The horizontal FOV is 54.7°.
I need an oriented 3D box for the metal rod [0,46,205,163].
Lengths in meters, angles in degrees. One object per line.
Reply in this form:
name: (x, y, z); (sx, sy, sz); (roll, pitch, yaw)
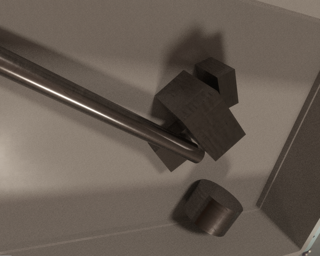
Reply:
metal rod: (-0.063, -0.020, 0.344); (0.301, 0.025, 0.025); (26, 104, -32)

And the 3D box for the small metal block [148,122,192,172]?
small metal block: (0.019, 0.027, 0.438); (0.050, 0.025, 0.050); (-38, 130, -3)

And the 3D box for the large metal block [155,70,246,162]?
large metal block: (0.049, -0.017, 0.388); (0.050, 0.080, 0.080); (-42, 126, 0)

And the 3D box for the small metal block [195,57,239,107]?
small metal block: (0.073, -0.057, 0.399); (0.025, 0.050, 0.050); (-27, 128, -13)

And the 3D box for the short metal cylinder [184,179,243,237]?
short metal cylinder: (0.086, 0.128, 0.501); (0.080, 0.080, 0.050); (22, 107, -37)
